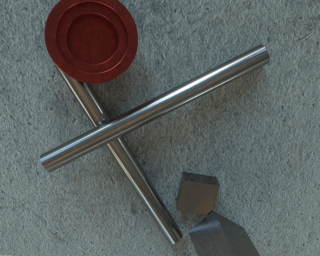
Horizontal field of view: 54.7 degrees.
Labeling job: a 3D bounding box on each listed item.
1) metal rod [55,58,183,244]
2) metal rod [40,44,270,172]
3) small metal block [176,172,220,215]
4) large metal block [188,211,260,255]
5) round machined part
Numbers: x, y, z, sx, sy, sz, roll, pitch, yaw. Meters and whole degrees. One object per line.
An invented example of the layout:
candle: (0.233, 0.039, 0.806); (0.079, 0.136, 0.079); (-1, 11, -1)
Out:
metal rod: (-0.047, 0.043, 0.425); (0.025, 0.025, 0.299); (-27, 108, 9)
metal rod: (-0.007, -0.023, 0.382); (0.301, 0.025, 0.025); (-27, 108, 1)
small metal block: (0.053, 0.094, 0.445); (0.050, 0.025, 0.050); (10, 110, -4)
large metal block: (0.096, 0.175, 0.435); (0.080, 0.080, 0.050); (35, 107, -33)
round machined part: (-0.077, -0.100, 0.354); (0.099, 0.042, 0.097); (-2, 99, -12)
